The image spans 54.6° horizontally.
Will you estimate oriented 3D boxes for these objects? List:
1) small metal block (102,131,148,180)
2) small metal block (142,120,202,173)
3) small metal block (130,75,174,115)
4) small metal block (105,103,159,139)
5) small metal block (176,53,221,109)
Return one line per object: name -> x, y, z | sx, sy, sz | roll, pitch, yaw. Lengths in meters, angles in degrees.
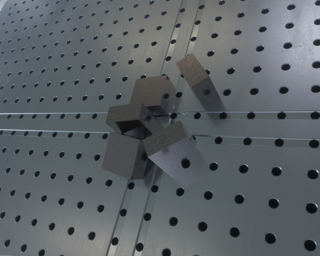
small metal block -> -0.043, 0.035, 0.400 | 0.050, 0.025, 0.050 | 14, 91, 33
small metal block -> 0.015, 0.023, 0.371 | 0.050, 0.050, 0.025 | -28, 52, 11
small metal block -> -0.012, -0.045, 0.443 | 0.050, 0.025, 0.050 | -3, 60, 27
small metal block -> -0.036, -0.008, 0.417 | 0.050, 0.050, 0.025 | -5, 60, 26
small metal block -> 0.050, -0.061, 0.404 | 0.025, 0.050, 0.050 | -32, 52, 8
